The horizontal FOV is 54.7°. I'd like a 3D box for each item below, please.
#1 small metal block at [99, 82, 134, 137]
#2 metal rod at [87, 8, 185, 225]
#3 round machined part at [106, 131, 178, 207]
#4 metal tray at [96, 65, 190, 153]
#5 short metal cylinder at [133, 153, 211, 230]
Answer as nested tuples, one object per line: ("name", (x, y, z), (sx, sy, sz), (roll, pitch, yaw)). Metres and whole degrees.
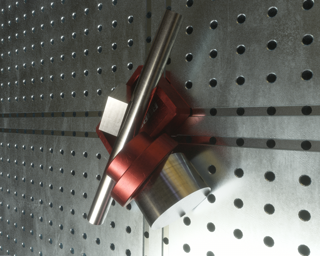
("small metal block", (-0.054, -0.025, 0.407), (0.025, 0.050, 0.050), (22, 119, -1))
("metal rod", (-0.038, -0.001, 0.399), (0.025, 0.025, 0.298), (35, 111, 34))
("round machined part", (-0.025, 0.042, 0.367), (0.042, 0.098, 0.097), (41, 116, 8))
("metal tray", (-0.029, -0.009, 0.427), (0.129, 0.030, 0.090), (-50, 61, 28))
("short metal cylinder", (0.011, 0.074, 0.361), (0.080, 0.081, 0.050), (-51, 61, 28))
